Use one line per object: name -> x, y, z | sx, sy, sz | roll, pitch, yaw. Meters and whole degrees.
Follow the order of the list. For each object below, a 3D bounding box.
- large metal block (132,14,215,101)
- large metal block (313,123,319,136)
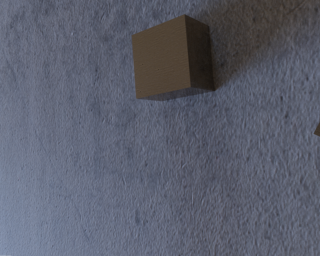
large metal block -> 0.015, -0.079, 0.375 | 0.080, 0.050, 0.080 | -7, 86, 39
large metal block -> 0.182, -0.014, 0.238 | 0.080, 0.050, 0.079 | 32, 110, 35
